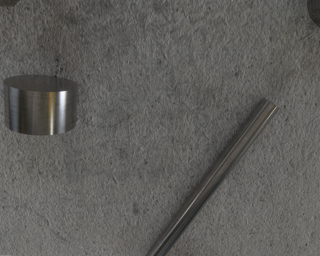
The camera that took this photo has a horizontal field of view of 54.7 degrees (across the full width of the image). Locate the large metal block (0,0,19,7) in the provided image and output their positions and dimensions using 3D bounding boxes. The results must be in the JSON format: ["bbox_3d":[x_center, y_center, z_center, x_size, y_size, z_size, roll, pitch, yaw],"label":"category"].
[{"bbox_3d":[-0.176,-0.188,0.325,0.080,0.050,0.080,41,105,-14],"label":"large metal block"}]

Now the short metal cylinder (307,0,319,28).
[{"bbox_3d":[0.215,-0.147,0.344,0.081,0.050,0.079,0,110,0],"label":"short metal cylinder"}]

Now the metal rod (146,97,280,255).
[{"bbox_3d":[0.066,0.087,0.442,0.025,0.025,0.298,30,107,-11],"label":"metal rod"}]

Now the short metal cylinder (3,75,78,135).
[{"bbox_3d":[-0.140,-0.030,0.368,0.081,0.080,0.050,7,110,-3],"label":"short metal cylinder"}]
